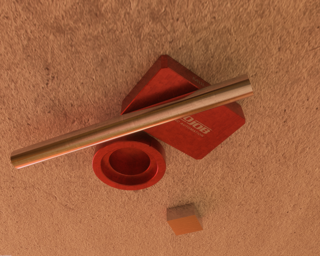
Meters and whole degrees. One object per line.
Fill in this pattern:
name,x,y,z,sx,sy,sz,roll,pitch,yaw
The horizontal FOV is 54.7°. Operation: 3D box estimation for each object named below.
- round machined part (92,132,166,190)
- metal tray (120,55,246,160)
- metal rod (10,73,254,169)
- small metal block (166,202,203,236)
round machined part,-0.041,0.039,0.429,0.099,0.042,0.097,-1,130,0
metal tray,0.029,-0.020,0.387,0.131,0.030,0.090,30,124,-24
metal rod,-0.044,-0.003,0.364,0.301,0.025,0.025,-17,128,14
small metal block,0.044,0.161,0.545,0.050,0.025,0.050,-17,129,13
